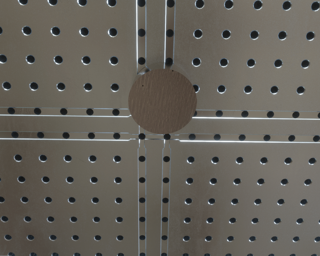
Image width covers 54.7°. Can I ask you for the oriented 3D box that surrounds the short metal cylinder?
[{"bbox_3d":[0.003,-0.038,0.386,0.081,0.050,0.079,0,110,-1],"label":"short metal cylinder"}]
